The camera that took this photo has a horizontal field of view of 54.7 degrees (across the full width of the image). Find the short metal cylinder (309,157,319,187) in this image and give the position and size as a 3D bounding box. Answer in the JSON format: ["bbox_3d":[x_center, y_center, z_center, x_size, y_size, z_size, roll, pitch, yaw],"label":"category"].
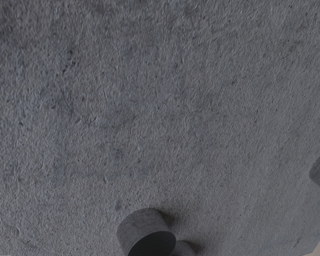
[{"bbox_3d":[0.362,0.093,0.646,0.081,0.050,0.079,-14,124,-21],"label":"short metal cylinder"}]

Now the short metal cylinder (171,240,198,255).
[{"bbox_3d":[0.033,0.254,0.566,0.081,0.050,0.079,-14,124,-21],"label":"short metal cylinder"}]

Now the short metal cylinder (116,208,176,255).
[{"bbox_3d":[-0.022,0.173,0.486,0.081,0.050,0.079,-14,124,-21],"label":"short metal cylinder"}]
